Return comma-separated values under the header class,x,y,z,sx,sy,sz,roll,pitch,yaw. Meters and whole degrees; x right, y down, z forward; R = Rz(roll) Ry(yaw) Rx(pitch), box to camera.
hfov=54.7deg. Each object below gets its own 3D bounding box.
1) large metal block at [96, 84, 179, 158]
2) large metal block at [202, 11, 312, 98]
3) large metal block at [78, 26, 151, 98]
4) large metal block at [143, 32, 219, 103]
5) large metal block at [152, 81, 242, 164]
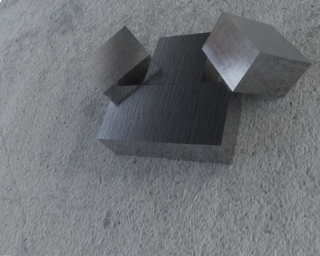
class,x,y,z,sx,sy,sz,roll,pitch,yaw
large metal block,-0.024,-0.009,0.405,0.080,0.050,0.080,2,62,28
large metal block,0.108,-0.083,0.356,0.050,0.081,0.080,-61,39,38
large metal block,-0.058,-0.088,0.443,0.080,0.080,0.050,-40,86,1
large metal block,0.034,-0.078,0.419,0.080,0.050,0.080,3,63,29
large metal block,0.046,-0.007,0.366,0.080,0.050,0.080,2,62,28
